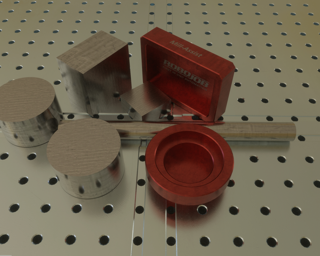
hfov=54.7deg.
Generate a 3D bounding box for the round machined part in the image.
[{"bbox_3d":[0.033,0.045,0.359,0.099,0.042,0.098,0,50,0],"label":"round machined part"}]

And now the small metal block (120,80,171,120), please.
[{"bbox_3d":[-0.020,-0.034,0.436,0.050,0.025,0.050,-32,57,-24],"label":"small metal block"}]

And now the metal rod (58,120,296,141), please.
[{"bbox_3d":[0.022,0.003,0.405,0.302,0.025,0.025,1,50,0],"label":"metal rod"}]

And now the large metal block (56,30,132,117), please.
[{"bbox_3d":[-0.088,-0.076,0.435,0.050,0.080,0.080,32,57,23],"label":"large metal block"}]

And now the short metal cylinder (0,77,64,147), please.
[{"bbox_3d":[-0.173,-0.022,0.408,0.080,0.050,0.080,0,50,0],"label":"short metal cylinder"}]

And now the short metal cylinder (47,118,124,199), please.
[{"bbox_3d":[-0.084,0.035,0.361,0.080,0.050,0.080,0,50,0],"label":"short metal cylinder"}]

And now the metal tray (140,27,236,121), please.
[{"bbox_3d":[0.033,-0.072,0.425,0.130,0.090,0.030,33,58,24],"label":"metal tray"}]
